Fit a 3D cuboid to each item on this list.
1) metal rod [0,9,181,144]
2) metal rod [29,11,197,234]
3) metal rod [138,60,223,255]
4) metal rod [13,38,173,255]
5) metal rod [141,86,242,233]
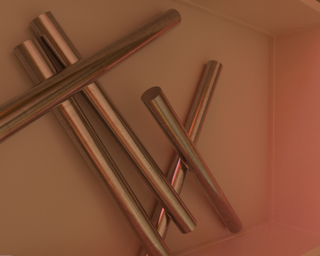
[{"bbox_3d":[-0.058,-0.070,0.322,0.301,0.025,0.025,-47,119,-43],"label":"metal rod"},{"bbox_3d":[-0.041,0.009,0.355,0.025,0.025,0.299,-45,112,-31],"label":"metal rod"},{"bbox_3d":[0.034,0.036,0.437,0.025,0.025,0.299,33,69,-36],"label":"metal rod"},{"bbox_3d":[-0.060,0.044,0.340,0.025,0.025,0.299,-40,109,-33],"label":"metal rod"},{"bbox_3d":[0.057,0.063,0.427,0.025,0.025,0.299,-55,131,-26],"label":"metal rod"}]
